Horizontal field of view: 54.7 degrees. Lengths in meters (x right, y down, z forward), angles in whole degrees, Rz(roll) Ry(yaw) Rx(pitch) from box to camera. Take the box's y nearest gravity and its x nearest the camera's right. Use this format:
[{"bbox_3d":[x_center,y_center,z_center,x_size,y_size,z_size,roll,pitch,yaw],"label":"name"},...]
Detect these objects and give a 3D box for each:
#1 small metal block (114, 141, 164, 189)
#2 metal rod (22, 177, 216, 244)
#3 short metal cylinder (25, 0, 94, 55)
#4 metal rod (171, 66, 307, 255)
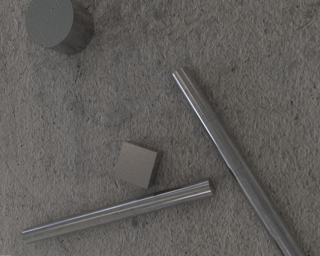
[{"bbox_3d":[-0.029,0.048,0.419,0.050,0.025,0.050,17,96,19],"label":"small metal block"},{"bbox_3d":[-0.070,0.120,0.433,0.300,0.025,0.025,-19,84,18],"label":"metal rod"},{"bbox_3d":[-0.144,-0.150,0.446,0.080,0.050,0.080,0,90,20],"label":"short metal cylinder"},{"bbox_3d":[0.100,0.055,0.373,0.025,0.025,0.299,-33,79,17],"label":"metal rod"}]
